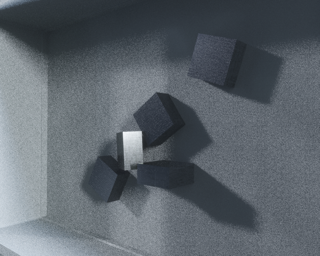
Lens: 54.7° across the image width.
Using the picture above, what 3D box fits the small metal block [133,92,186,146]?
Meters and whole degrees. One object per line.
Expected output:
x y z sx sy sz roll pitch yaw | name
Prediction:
-0.002 -0.011 0.409 0.050 0.025 0.050 -41 65 32 | small metal block

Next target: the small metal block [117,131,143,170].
-0.042 0.031 0.427 0.050 0.025 0.050 171 97 -72 | small metal block

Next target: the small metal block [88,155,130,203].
-0.078 0.077 0.472 0.050 0.025 0.050 35 112 34 | small metal block

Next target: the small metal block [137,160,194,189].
0.007 0.056 0.385 0.050 0.050 0.025 1 91 40 | small metal block

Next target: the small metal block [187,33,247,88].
0.064 -0.077 0.354 0.050 0.025 0.050 23 105 37 | small metal block
